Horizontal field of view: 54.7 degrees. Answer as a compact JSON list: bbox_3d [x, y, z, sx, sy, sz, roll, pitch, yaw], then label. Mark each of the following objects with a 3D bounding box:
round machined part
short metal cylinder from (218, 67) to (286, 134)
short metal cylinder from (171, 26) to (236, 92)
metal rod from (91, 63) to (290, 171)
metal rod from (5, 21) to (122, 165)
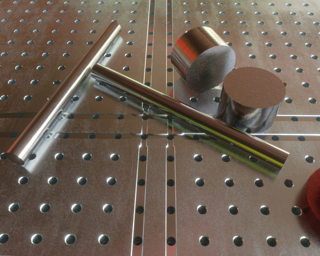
[{"bbox_3d":[0.209,0.079,0.332,0.099,0.042,0.098,0,50,0],"label":"round machined part"},{"bbox_3d":[0.123,-0.039,0.425,0.081,0.050,0.080,0,50,0],"label":"short metal cylinder"},{"bbox_3d":[0.063,-0.101,0.457,0.081,0.080,0.050,-19,53,-15],"label":"short metal cylinder"},{"bbox_3d":[0.026,-0.024,0.427,0.300,0.025,0.025,27,55,21],"label":"metal rod"},{"bbox_3d":[-0.128,-0.072,0.466,0.025,0.025,0.300,14,51,12],"label":"metal rod"}]
